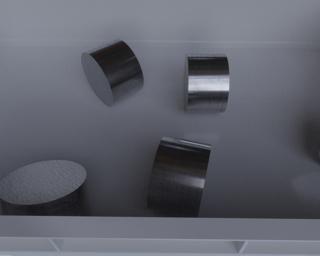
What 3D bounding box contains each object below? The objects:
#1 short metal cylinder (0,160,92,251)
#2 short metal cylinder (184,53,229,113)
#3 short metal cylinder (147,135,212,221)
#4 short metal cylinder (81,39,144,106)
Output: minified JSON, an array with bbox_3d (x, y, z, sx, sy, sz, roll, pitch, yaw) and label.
[{"bbox_3d":[-0.111,0.072,0.306,0.080,0.050,0.080,-1,22,1],"label":"short metal cylinder"},{"bbox_3d":[0.060,-0.060,0.420,0.050,0.080,0.080,0,50,0],"label":"short metal cylinder"},{"bbox_3d":[0.022,0.051,0.326,0.050,0.080,0.080,11,51,9],"label":"short metal cylinder"},{"bbox_3d":[-0.067,-0.077,0.434,0.050,0.080,0.080,-32,57,-24],"label":"short metal cylinder"}]
